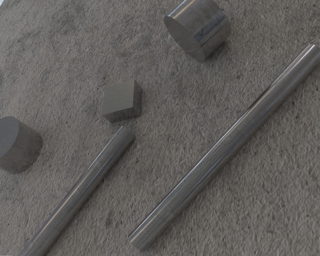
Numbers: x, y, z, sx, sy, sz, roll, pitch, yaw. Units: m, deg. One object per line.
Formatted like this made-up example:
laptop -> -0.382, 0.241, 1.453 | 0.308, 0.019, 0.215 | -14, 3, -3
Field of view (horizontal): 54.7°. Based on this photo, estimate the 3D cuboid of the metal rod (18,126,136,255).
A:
metal rod -> -0.133, 0.122, 0.398 | 0.025, 0.025, 0.300 | 30, 78, 37

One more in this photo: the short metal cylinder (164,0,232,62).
short metal cylinder -> 0.051, -0.139, 0.427 | 0.050, 0.080, 0.080 | -44, 51, -2

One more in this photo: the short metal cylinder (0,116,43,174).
short metal cylinder -> -0.238, 0.028, 0.496 | 0.080, 0.050, 0.080 | -13, 56, 21

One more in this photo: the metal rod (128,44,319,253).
metal rod -> 0.078, 0.019, 0.351 | 0.300, 0.025, 0.025 | -46, 51, -4

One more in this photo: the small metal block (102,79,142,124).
small metal block -> -0.055, -0.039, 0.457 | 0.050, 0.025, 0.050 | -13, 56, 21
